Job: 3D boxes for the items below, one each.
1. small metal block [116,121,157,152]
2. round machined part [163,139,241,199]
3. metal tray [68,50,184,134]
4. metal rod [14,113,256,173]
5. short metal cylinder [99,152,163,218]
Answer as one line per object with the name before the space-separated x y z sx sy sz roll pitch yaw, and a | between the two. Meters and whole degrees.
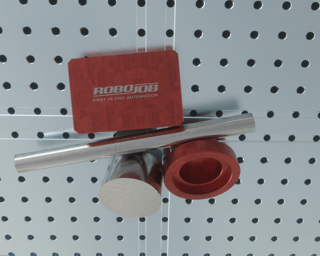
small metal block | -0.036 0.015 0.427 0.050 0.025 0.050 17 109 -7
round machined part | 0.053 0.049 0.411 0.099 0.042 0.097 -3 132 -3
metal tray | -0.040 -0.043 0.380 0.131 0.030 0.089 -5 92 0
metal rod | -0.033 0.020 0.393 0.302 0.025 0.025 -10 110 3
short metal cylinder | -0.036 0.076 0.415 0.080 0.050 0.079 3 129 4
